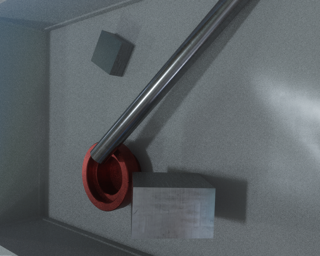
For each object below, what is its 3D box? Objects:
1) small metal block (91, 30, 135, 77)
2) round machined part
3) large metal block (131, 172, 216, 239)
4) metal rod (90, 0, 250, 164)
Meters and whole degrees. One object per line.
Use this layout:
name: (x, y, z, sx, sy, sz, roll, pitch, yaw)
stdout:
small metal block: (-0.072, -0.111, 0.464, 0.050, 0.025, 0.050, 39, 113, 33)
round machined part: (-0.065, 0.067, 0.447, 0.098, 0.042, 0.097, 0, 90, 39)
large metal block: (0.010, 0.081, 0.340, 0.080, 0.081, 0.050, -158, 71, -84)
metal rod: (0.014, -0.065, 0.364, 0.299, 0.025, 0.025, -47, 62, 19)
